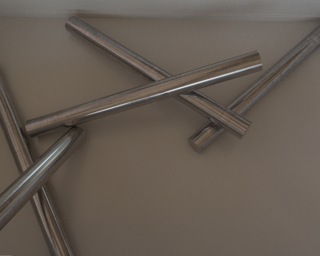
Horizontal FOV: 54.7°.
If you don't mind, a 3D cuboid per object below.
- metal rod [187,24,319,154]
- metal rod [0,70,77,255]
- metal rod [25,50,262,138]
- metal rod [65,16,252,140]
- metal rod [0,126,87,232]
[{"bbox_3d":[0.157,-0.070,0.437,0.301,0.025,0.025,-40,75,-14],"label":"metal rod"},{"bbox_3d":[-0.176,0.030,0.396,0.025,0.025,0.299,-27,72,-10],"label":"metal rod"},{"bbox_3d":[-0.026,-0.040,0.388,0.301,0.025,0.025,-16,71,8],"label":"metal rod"},{"bbox_3d":[-0.014,-0.076,0.422,0.300,0.025,0.025,34,73,17],"label":"metal rod"},{"bbox_3d":[-0.156,0.085,0.288,0.025,0.025,0.301,22,36,7],"label":"metal rod"}]
